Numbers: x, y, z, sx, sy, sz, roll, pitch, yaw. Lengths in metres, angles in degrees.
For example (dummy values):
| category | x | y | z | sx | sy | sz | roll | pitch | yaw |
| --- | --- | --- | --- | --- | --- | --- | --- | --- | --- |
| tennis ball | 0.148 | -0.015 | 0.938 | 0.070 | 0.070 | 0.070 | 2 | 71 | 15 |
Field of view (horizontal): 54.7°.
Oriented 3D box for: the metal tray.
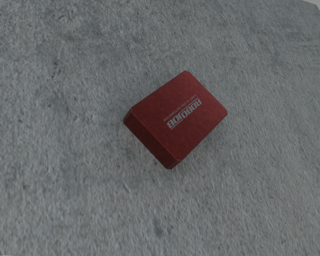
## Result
| category | x | y | z | sx | sy | sz | roll | pitch | yaw |
| --- | --- | --- | --- | --- | --- | --- | --- | --- | --- |
| metal tray | 0.026 | -0.016 | 0.426 | 0.090 | 0.030 | 0.131 | 47 | 51 | 4 |
